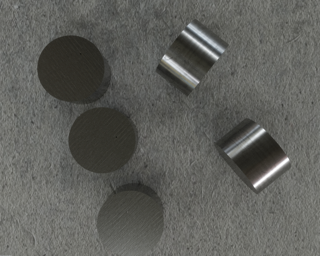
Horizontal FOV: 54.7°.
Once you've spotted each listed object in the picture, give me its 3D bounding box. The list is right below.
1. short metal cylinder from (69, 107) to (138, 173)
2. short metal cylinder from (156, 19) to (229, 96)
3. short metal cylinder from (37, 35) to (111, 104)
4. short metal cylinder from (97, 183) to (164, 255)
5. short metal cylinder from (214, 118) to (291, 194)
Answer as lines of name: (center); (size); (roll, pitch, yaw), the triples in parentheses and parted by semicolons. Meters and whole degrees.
short metal cylinder: (-0.069, 0.015, 0.397); (0.081, 0.050, 0.080); (0, 90, 0)
short metal cylinder: (0.039, -0.085, 0.383); (0.050, 0.080, 0.080); (38, 90, 0)
short metal cylinder: (-0.107, -0.072, 0.396); (0.081, 0.050, 0.080); (0, 90, 0)
short metal cylinder: (-0.036, 0.115, 0.397); (0.081, 0.050, 0.080); (0, 90, 0)
short metal cylinder: (0.113, 0.034, 0.383); (0.050, 0.080, 0.080); (-39, 90, 0)
